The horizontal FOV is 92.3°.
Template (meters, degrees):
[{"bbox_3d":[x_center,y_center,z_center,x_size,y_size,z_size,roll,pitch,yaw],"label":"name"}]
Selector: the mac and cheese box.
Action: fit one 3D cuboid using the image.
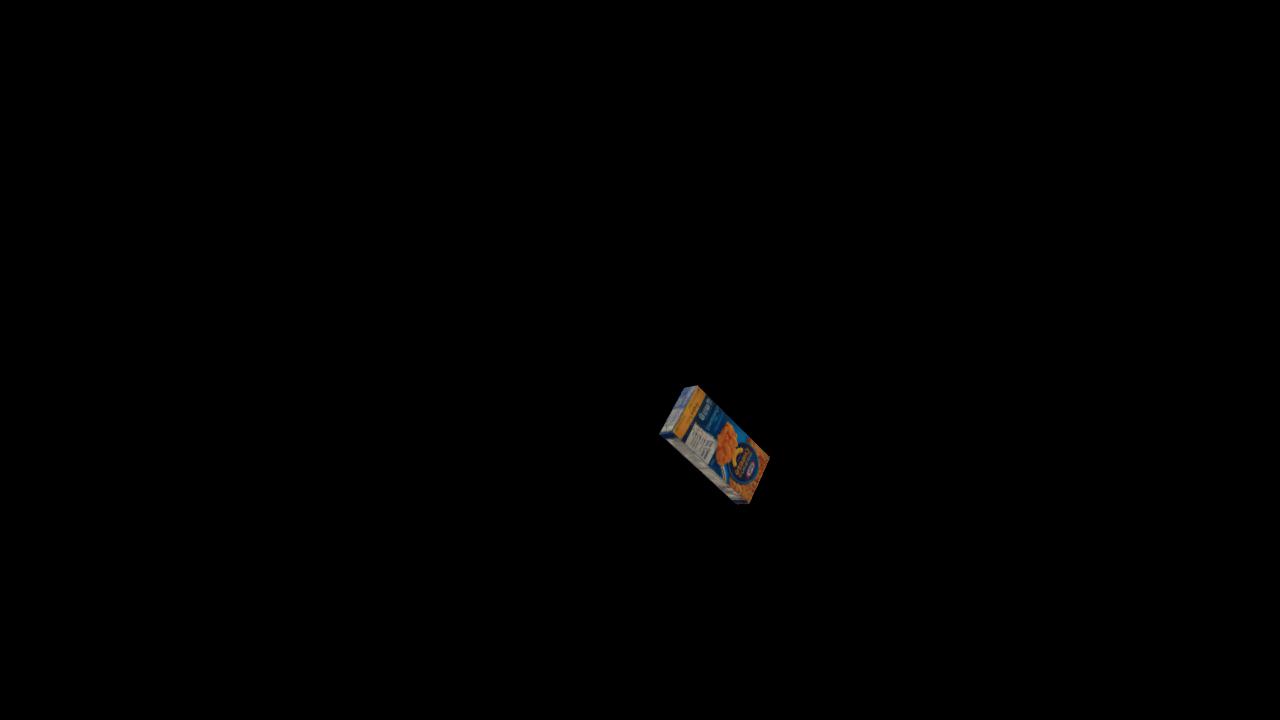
[{"bbox_3d":[0.119,0.133,0.956,0.184,0.093,0.041,43,-32,-20],"label":"mac and cheese box"}]
